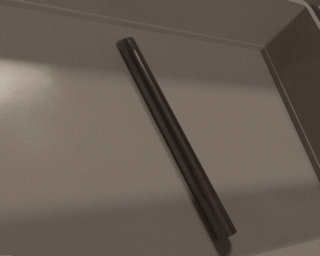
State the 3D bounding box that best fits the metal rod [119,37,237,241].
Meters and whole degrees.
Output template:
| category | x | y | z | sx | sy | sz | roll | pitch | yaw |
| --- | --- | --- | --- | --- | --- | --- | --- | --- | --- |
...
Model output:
| category | x | y | z | sx | sy | sz | roll | pitch | yaw |
| --- | --- | --- | --- | --- | --- | --- | --- | --- | --- |
| metal rod | 0.016 | 0.002 | 0.414 | 0.025 | 0.025 | 0.299 | -15 | 70 | -35 |
